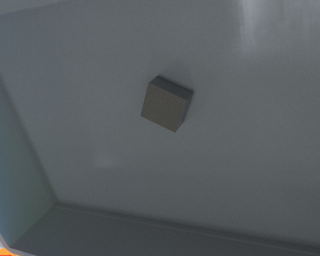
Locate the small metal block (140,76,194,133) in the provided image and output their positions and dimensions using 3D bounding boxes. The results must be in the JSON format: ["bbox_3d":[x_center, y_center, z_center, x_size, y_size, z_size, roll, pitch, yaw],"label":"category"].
[{"bbox_3d":[0.008,-0.030,0.387,0.050,0.025,0.050,26,128,12],"label":"small metal block"}]
